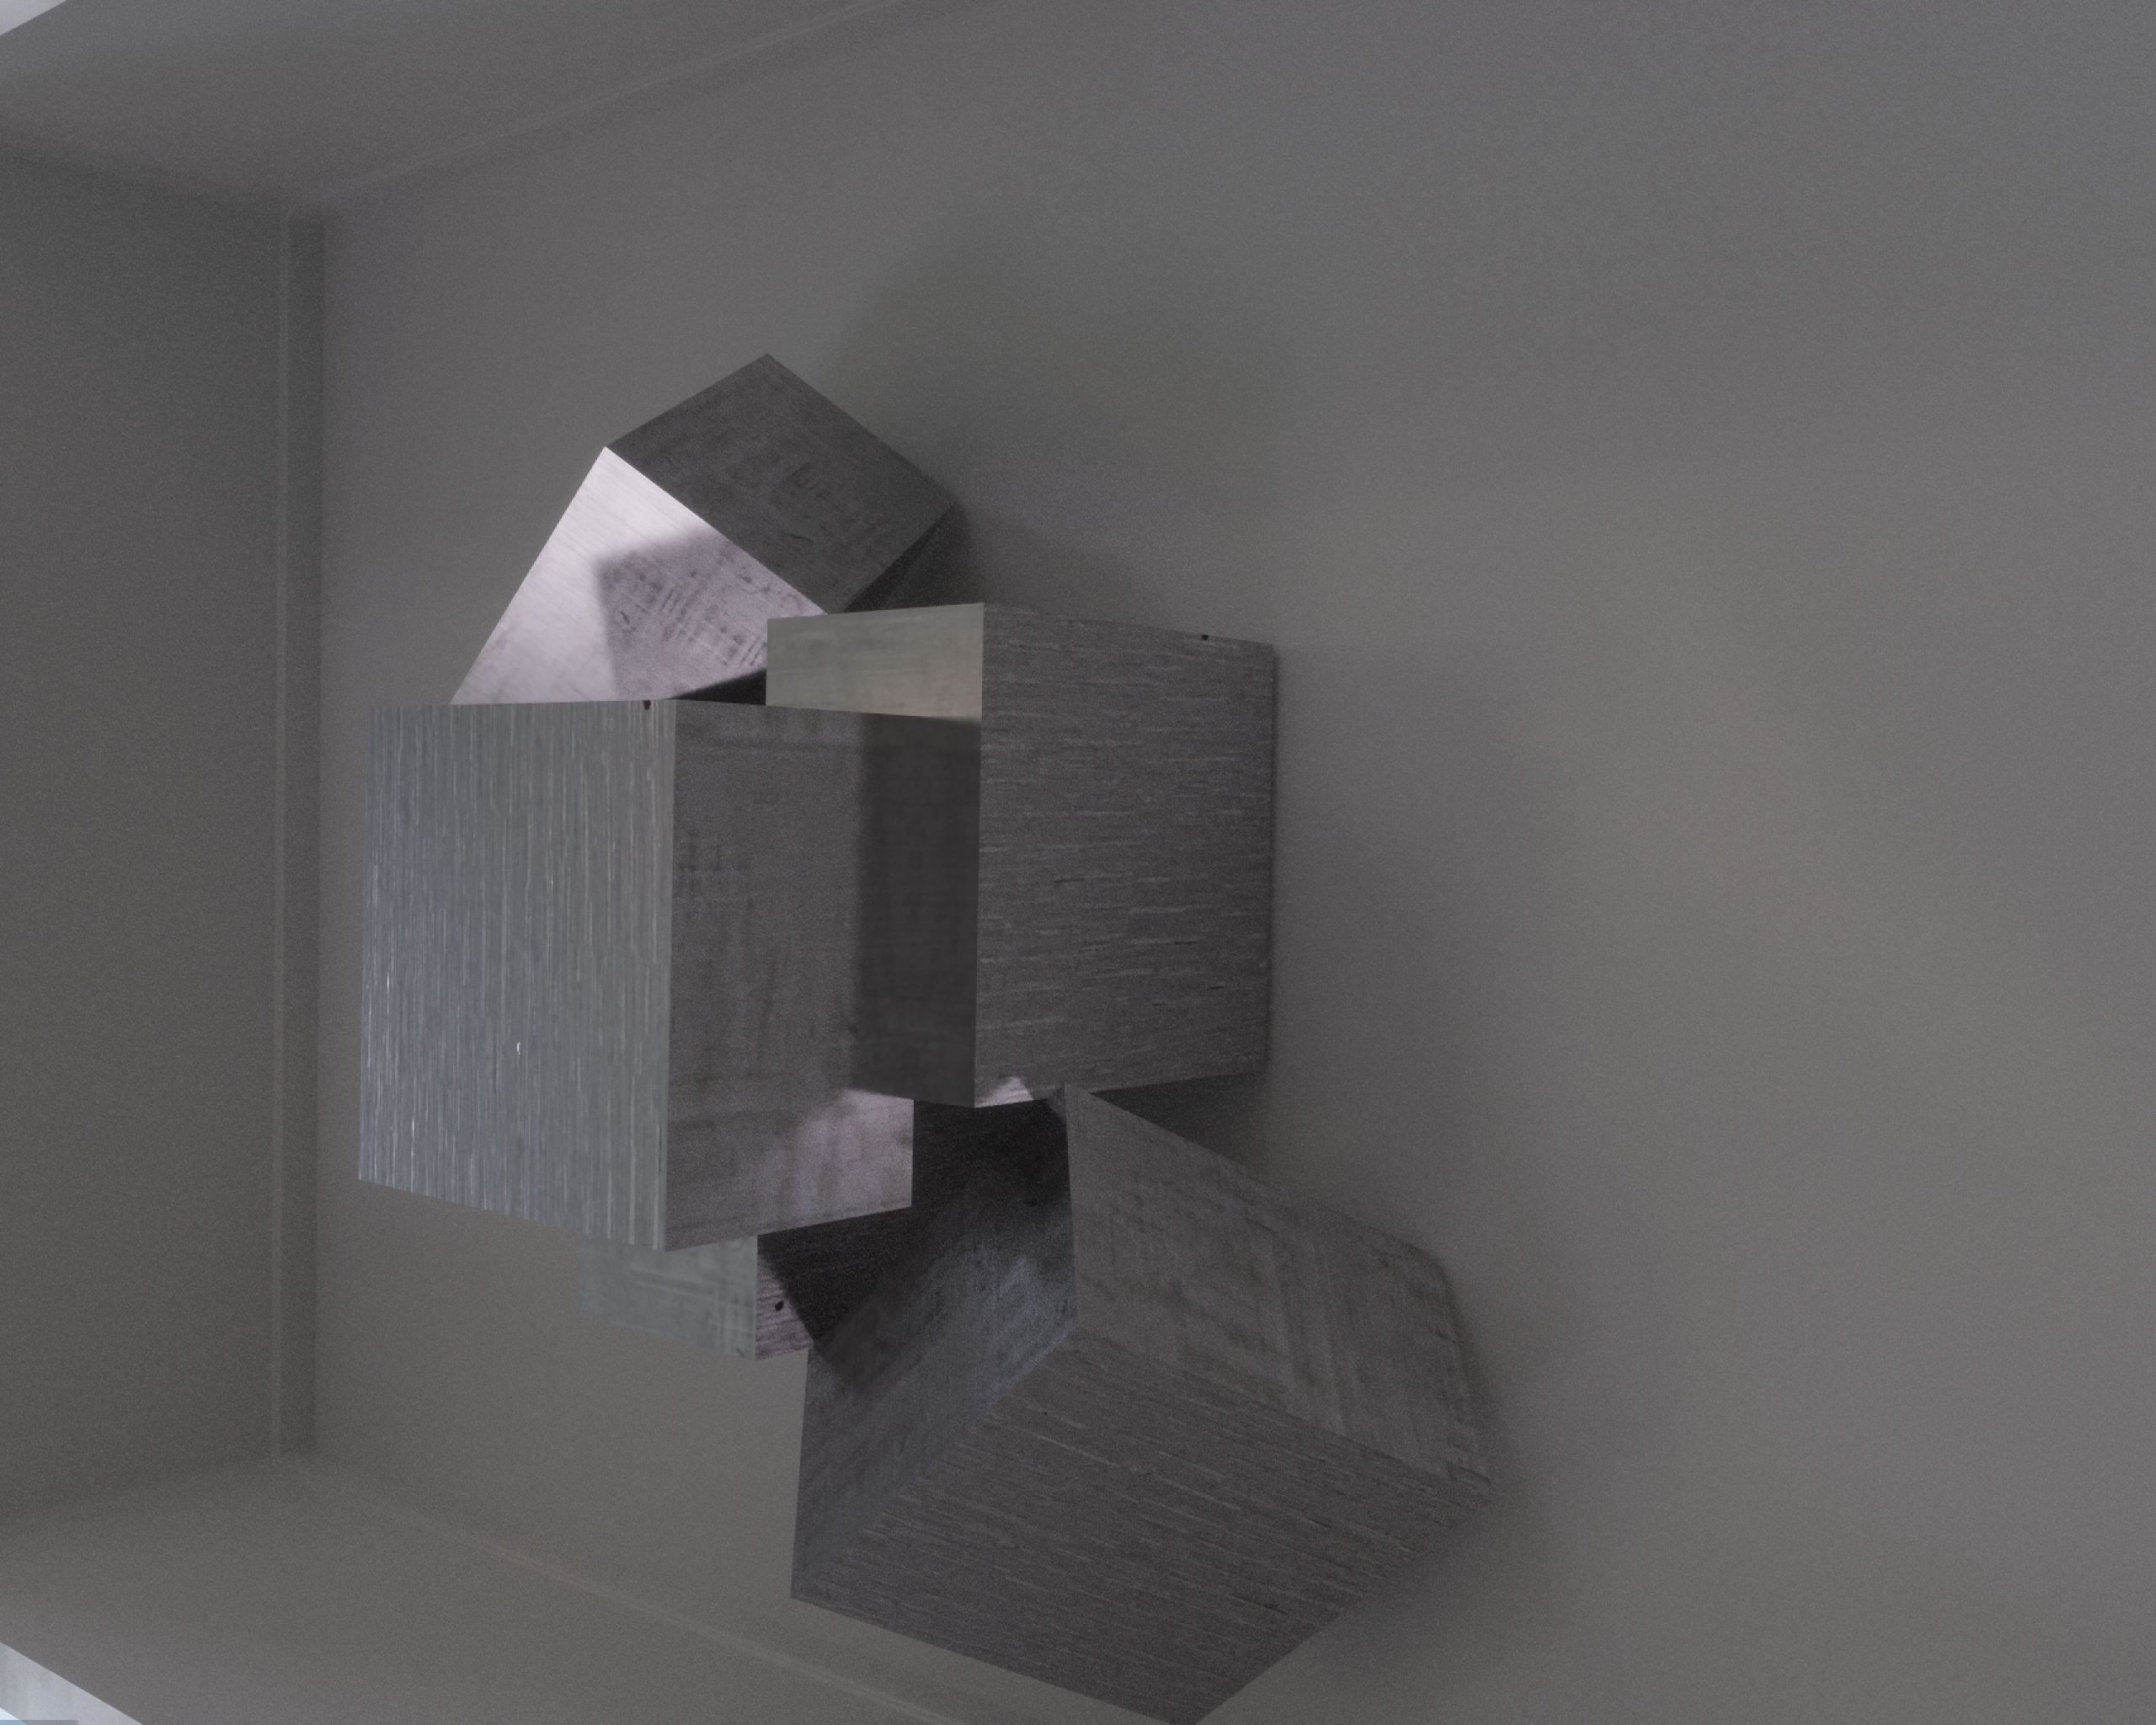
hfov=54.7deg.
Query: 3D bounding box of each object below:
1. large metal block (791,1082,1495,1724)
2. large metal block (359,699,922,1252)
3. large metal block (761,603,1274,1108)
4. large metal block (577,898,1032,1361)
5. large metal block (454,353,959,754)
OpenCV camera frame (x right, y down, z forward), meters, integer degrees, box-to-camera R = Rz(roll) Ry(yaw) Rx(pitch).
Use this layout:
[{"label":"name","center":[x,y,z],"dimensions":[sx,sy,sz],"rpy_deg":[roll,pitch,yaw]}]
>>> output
[{"label":"large metal block","center":[0.009,0.094,0.352],"dimensions":[0.080,0.080,0.050],"rpy_deg":[-49,26,29]},{"label":"large metal block","center":[-0.073,0.015,0.344],"dimensions":[0.080,0.050,0.079],"rpy_deg":[2,92,40]},{"label":"large metal block","center":[-0.009,-0.002,0.375],"dimensions":[0.050,0.081,0.080],"rpy_deg":[1,91,40]},{"label":"large metal block","center":[-0.049,0.047,0.410],"dimensions":[0.050,0.081,0.080],"rpy_deg":[1,91,40]},{"label":"large metal block","center":[-0.077,-0.048,0.423],"dimensions":[0.050,0.080,0.080],"rpy_deg":[37,118,-5]}]
